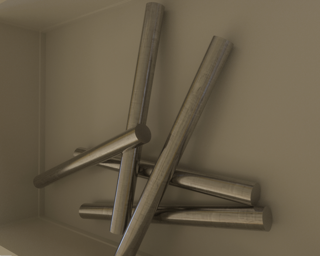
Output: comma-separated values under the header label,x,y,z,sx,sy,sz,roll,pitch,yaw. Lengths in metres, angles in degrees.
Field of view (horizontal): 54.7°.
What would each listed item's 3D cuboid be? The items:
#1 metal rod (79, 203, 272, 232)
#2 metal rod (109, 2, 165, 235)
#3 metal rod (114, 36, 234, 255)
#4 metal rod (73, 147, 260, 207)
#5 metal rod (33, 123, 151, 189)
label,x,y,z,sx,sy,sz,roll,pitch,yaw
metal rod,-0.006,0.113,0.408,0.300,0.025,0.025,-10,84,39
metal rod,-0.030,-0.013,0.405,0.025,0.025,0.298,9,89,39
metal rod,0.011,0.037,0.368,0.025,0.025,0.298,30,101,35
metal rod,-0.016,0.057,0.416,0.300,0.025,0.025,6,94,39
metal rod,-0.120,0.053,0.469,0.299,0.025,0.025,-25,75,42
